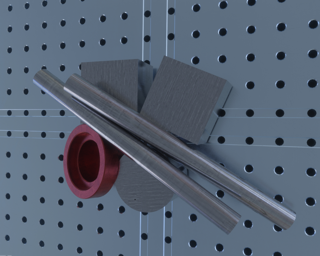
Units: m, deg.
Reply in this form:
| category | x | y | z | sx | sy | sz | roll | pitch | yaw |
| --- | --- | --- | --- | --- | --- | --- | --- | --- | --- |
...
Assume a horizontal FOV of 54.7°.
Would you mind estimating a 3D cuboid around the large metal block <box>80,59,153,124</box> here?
| category | x | y | z | sx | sy | sz | roll | pitch | yaw |
| --- | --- | --- | --- | --- | --- | --- | --- | --- | --- |
| large metal block | -0.056 | -0.045 | 0.412 | 0.080 | 0.050 | 0.079 | 1 | 90 | 20 |

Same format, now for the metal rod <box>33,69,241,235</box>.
| category | x | y | z | sx | sy | sz | roll | pitch | yaw |
| --- | --- | --- | --- | --- | --- | --- | --- | --- | --- |
| metal rod | -0.038 | 0.018 | 0.367 | 0.300 | 0.025 | 0.025 | 36 | 102 | 15 |

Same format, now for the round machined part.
| category | x | y | z | sx | sy | sz | roll | pitch | yaw |
| --- | --- | --- | --- | --- | --- | --- | --- | --- | --- |
| round machined part | -0.086 | 0.044 | 0.418 | 0.098 | 0.042 | 0.097 | -4 | 84 | 43 |

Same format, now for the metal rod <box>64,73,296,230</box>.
| category | x | y | z | sx | sy | sz | roll | pitch | yaw |
| --- | --- | --- | --- | --- | --- | --- | --- | --- | --- |
| metal rod | 0.021 | 0.026 | 0.361 | 0.301 | 0.025 | 0.025 | 32 | 101 | 2 |

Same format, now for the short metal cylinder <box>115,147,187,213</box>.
| category | x | y | z | sx | sy | sz | roll | pitch | yaw |
| --- | --- | --- | --- | --- | --- | --- | --- | --- | --- |
| short metal cylinder | -0.010 | 0.062 | 0.398 | 0.080 | 0.050 | 0.079 | 0 | 90 | 20 |

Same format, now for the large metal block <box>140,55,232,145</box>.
| category | x | y | z | sx | sy | sz | roll | pitch | yaw |
| --- | --- | --- | --- | --- | --- | --- | --- | --- | --- |
| large metal block | 0.032 | -0.033 | 0.383 | 0.080 | 0.050 | 0.080 | 26 | 98 | 18 |
